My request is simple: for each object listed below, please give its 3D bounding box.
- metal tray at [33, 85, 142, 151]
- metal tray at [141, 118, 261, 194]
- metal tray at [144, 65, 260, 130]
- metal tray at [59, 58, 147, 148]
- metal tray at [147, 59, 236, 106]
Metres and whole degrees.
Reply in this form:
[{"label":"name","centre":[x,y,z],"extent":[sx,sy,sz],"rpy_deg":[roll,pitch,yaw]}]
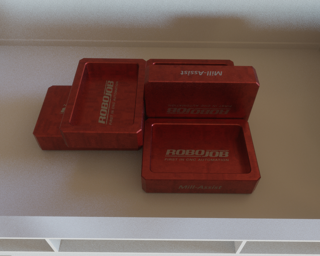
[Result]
[{"label":"metal tray","centre":[-0.088,-0.015,0.409],"extent":[0.131,0.030,0.090],"rpy_deg":[0,50,0]},{"label":"metal tray","centre":[0.045,0.032,0.374],"extent":[0.131,0.030,0.090],"rpy_deg":[1,50,0]},{"label":"metal tray","centre":[0.048,-0.034,0.389],"extent":[0.131,0.089,0.030],"rpy_deg":[1,50,0]},{"label":"metal tray","centre":[-0.064,-0.036,0.389],"extent":[0.091,0.030,0.130],"rpy_deg":[1,50,0]},{"label":"metal tray","centre":[0.045,-0.061,0.452],"extent":[0.131,0.030,0.090],"rpy_deg":[1,50,0]}]
